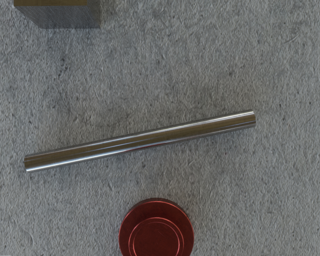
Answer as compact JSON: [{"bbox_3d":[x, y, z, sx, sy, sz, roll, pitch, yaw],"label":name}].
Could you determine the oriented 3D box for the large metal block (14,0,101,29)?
[{"bbox_3d":[-0.121,-0.160,0.381,0.081,0.080,0.050,-1,90,-1],"label":"large metal block"}]

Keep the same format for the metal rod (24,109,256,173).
[{"bbox_3d":[-0.025,0.017,0.409,0.302,0.025,0.025,-12,90,-1],"label":"metal rod"}]

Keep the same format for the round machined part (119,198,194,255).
[{"bbox_3d":[-0.005,0.144,0.402,0.099,0.042,0.097,0,90,-1],"label":"round machined part"}]
